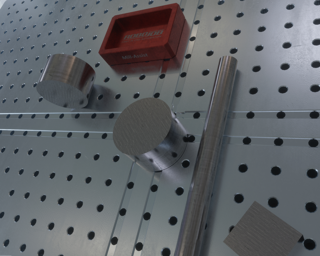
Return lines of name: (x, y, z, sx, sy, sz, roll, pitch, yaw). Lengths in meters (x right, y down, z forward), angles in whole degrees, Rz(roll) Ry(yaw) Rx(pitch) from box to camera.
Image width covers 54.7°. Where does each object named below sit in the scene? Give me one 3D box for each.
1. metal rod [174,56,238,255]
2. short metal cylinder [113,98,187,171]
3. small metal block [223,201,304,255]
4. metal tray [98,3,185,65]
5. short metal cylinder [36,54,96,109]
metal rod: (0.053, 0.043, 0.354, 0.025, 0.025, 0.300, 2, 63, 29)
short metal cylinder: (-0.012, 0.008, 0.393, 0.080, 0.050, 0.080, -13, 56, 21)
small metal block: (0.097, 0.106, 0.292, 0.050, 0.025, 0.050, 35, 81, 38)
metal tray: (-0.031, -0.154, 0.515, 0.130, 0.030, 0.090, 0, 62, 28)
short metal cylinder: (-0.149, -0.073, 0.496, 0.080, 0.080, 0.050, -4, 60, 26)
